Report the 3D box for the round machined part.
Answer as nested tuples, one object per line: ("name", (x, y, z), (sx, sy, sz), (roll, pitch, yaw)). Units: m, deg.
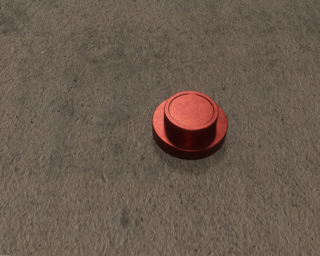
("round machined part", (0.039, -0.010, 0.401), (0.099, 0.042, 0.098), (0, 50, 0))
